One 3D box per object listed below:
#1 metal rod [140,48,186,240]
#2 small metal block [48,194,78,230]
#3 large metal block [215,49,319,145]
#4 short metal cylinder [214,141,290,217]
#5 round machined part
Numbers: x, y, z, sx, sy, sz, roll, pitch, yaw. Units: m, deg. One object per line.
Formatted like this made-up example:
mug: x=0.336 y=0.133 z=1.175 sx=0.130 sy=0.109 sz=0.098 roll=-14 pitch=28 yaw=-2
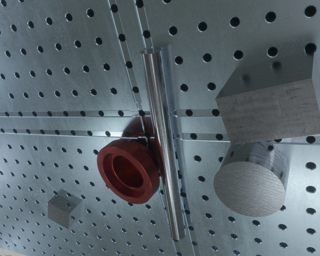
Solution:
metal rod: x=0.009 y=0.041 z=0.429 sx=0.025 sy=0.025 sz=0.298 roll=5 pitch=121 yaw=25
small metal block: x=-0.193 y=0.166 z=0.612 sx=0.050 sy=0.025 sz=0.050 roll=24 pitch=127 yaw=13
large metal block: x=0.109 y=-0.030 z=0.299 sx=0.080 sy=0.080 sz=0.050 roll=-10 pitch=113 yaw=32
short metal cylinder: x=0.111 y=0.059 z=0.373 sx=0.080 sy=0.050 sz=0.079 roll=13 pitch=124 yaw=20
round machined part: x=-0.041 y=0.058 z=0.450 sx=0.098 sy=0.042 sz=0.097 roll=19 pitch=128 yaw=27
